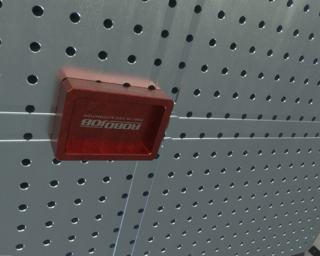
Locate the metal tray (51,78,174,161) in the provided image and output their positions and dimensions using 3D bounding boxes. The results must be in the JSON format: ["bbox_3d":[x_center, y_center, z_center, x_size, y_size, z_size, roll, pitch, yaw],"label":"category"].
[{"bbox_3d":[-0.056,-0.006,0.375,0.131,0.030,0.089,4,117,-31],"label":"metal tray"}]
